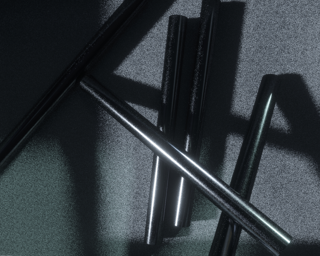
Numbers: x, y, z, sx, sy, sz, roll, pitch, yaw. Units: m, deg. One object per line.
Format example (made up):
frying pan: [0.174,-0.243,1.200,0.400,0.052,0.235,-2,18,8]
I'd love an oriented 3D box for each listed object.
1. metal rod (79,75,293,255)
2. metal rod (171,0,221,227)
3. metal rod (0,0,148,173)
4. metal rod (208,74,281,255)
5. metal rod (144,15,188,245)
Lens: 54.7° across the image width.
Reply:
metal rod: [0.010,0.026,0.351,0.300,0.025,0.025,39,90,24]
metal rod: [0.048,-0.020,0.411,0.025,0.025,0.298,8,90,0]
metal rod: [-0.123,-0.061,0.410,0.025,0.025,0.300,41,90,0]
metal rod: [0.094,0.060,0.352,0.025,0.025,0.300,24,65,0]
metal rod: [0.008,0.002,0.411,0.025,0.025,0.298,6,90,0]
